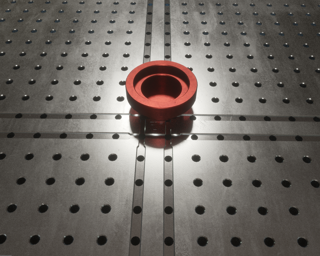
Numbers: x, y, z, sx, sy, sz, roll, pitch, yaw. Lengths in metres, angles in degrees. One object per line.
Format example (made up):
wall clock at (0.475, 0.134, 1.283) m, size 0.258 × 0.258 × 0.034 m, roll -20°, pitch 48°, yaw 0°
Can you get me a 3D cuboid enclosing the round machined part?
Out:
round machined part at (0.002, -0.049, 0.438) m, size 0.099 × 0.042 × 0.098 m, roll 0°, pitch 50°, yaw 0°
